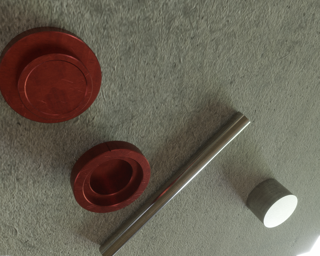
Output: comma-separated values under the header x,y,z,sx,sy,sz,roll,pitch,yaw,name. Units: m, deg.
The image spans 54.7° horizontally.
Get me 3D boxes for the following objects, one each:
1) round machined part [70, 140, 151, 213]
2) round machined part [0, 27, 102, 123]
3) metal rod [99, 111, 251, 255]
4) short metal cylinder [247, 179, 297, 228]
x,y,z,sx,sy,sz,roll,pitch,yaw,name
-0.065,0.057,0.397,0.099,0.042,0.097,-14,125,-21,round machined part
-0.106,-0.047,0.309,0.099,0.042,0.097,-14,125,-21,round machined part
0.021,0.089,0.475,0.300,0.025,0.025,-45,130,3,metal rod
0.218,0.146,0.603,0.081,0.050,0.079,-14,125,-21,short metal cylinder
